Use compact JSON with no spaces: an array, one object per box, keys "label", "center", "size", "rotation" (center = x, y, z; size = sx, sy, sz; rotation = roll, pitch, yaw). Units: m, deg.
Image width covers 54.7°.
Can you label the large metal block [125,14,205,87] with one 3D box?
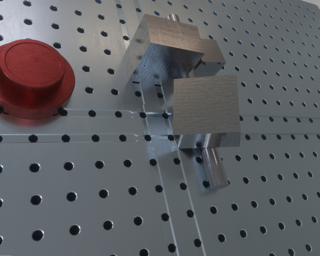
[{"label":"large metal block","center":[0.004,-0.106,0.439],"size":[0.081,0.080,0.050],"rotation":[4,60,-26]}]

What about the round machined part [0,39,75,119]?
[{"label":"round machined part","center":[-0.147,-0.063,0.356],"size":[0.099,0.042,0.098],"rotation":[14,56,-21]}]

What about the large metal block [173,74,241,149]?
[{"label":"large metal block","center":[0.061,-0.020,0.407],"size":[0.080,0.050,0.080],"rotation":[-3,66,11]}]

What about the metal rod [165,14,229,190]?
[{"label":"metal rod","center":[0.049,-0.055,0.467],"size":[0.025,0.025,0.299],"rotation":[2,61,-27]}]

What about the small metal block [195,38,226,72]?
[{"label":"small metal block","center":[0.077,-0.124,0.525],"size":[0.050,0.025,0.050],"rotation":[-4,64,-30]}]
